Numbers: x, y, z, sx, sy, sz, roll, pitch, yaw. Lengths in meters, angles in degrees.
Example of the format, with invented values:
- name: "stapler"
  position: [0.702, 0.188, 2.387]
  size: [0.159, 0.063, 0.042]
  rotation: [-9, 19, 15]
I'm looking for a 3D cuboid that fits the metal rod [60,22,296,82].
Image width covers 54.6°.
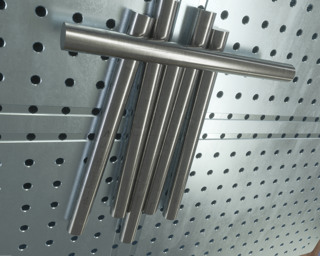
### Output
- name: "metal rod"
  position: [0.044, -0.079, 0.353]
  size: [0.302, 0.025, 0.025]
  rotation: [2, 118, -29]

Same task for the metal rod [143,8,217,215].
- name: "metal rod"
  position: [0.018, -0.005, 0.419]
  size: [0.025, 0.025, 0.298]
  rotation: [1, 118, -29]

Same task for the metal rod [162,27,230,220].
- name: "metal rod"
  position: [0.044, 0.011, 0.442]
  size: [0.025, 0.025, 0.298]
  rotation: [-2, 120, -27]

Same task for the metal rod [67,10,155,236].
- name: "metal rod"
  position: [-0.067, 0.011, 0.379]
  size: [0.025, 0.025, 0.298]
  rotation: [7, 115, -32]

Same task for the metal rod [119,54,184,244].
- name: "metal rod"
  position: [-0.017, 0.042, 0.427]
  size: [0.025, 0.025, 0.298]
  rotation: [1, 118, -29]

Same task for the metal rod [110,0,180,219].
- name: "metal rod"
  position: [-0.026, -0.007, 0.392]
  size: [0.025, 0.025, 0.298]
  rotation: [1, 118, -29]
